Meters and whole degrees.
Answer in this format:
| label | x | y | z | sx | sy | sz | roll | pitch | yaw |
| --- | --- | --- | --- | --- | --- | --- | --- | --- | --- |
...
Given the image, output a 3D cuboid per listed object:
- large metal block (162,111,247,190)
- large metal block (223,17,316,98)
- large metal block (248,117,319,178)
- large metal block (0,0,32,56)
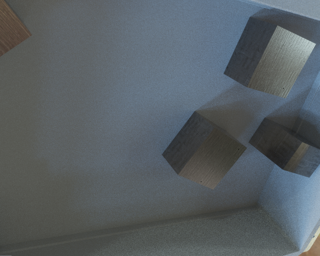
| label | x | y | z | sx | sy | sz | roll | pitch | yaw |
| --- | --- | --- | --- | --- | --- | --- | --- | --- | --- |
| large metal block | 0.065 | 0.034 | 0.451 | 0.080 | 0.050 | 0.080 | 28 | 103 | -38 |
| large metal block | 0.146 | -0.093 | 0.417 | 0.081 | 0.050 | 0.079 | 9 | 114 | -33 |
| large metal block | 0.210 | 0.032 | 0.511 | 0.081 | 0.080 | 0.050 | 17 | 109 | -36 |
| large metal block | -0.165 | -0.090 | 0.244 | 0.080 | 0.050 | 0.080 | -38 | 131 | -7 |
